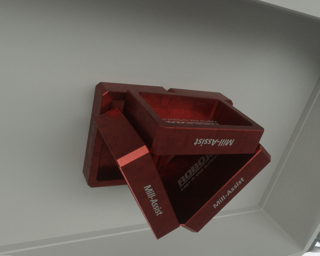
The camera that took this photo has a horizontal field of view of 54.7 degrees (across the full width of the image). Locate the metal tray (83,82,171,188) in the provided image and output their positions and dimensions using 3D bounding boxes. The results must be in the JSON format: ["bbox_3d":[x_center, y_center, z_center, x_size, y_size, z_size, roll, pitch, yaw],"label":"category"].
[{"bbox_3d":[-0.041,0.011,0.389,0.091,0.030,0.129,1,117,-28],"label":"metal tray"}]

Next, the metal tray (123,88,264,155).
[{"bbox_3d":[0.035,-0.008,0.339,0.131,0.090,0.030,2,118,-29],"label":"metal tray"}]

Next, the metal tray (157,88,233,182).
[{"bbox_3d":[0.040,0.013,0.433,0.091,0.030,0.129,1,117,-29],"label":"metal tray"}]

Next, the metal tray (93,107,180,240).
[{"bbox_3d":[-0.025,0.051,0.343,0.030,0.090,0.129,-28,128,-10],"label":"metal tray"}]

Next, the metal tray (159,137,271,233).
[{"bbox_3d":[0.060,0.053,0.390,0.130,0.090,0.030,-46,129,4],"label":"metal tray"}]
